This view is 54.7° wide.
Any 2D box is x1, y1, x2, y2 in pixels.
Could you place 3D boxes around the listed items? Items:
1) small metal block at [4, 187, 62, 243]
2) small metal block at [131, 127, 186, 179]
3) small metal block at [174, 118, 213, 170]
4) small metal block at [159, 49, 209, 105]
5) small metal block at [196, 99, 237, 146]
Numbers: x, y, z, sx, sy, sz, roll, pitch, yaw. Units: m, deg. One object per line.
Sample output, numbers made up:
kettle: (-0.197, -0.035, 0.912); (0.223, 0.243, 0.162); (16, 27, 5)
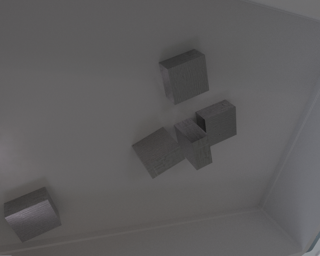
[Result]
small metal block: (-0.159, 0.109, 0.389); (0.050, 0.025, 0.050); (-22, 127, -15)
small metal block: (-0.003, 0.032, 0.411); (0.050, 0.050, 0.025); (-31, 129, -8)
small metal block: (0.046, 0.022, 0.431); (0.025, 0.050, 0.050); (-25, 128, -13)
small metal block: (0.031, -0.064, 0.386); (0.050, 0.025, 0.050); (-24, 127, -14)
small metal block: (0.082, -0.007, 0.449); (0.050, 0.025, 0.050); (-23, 127, -15)
